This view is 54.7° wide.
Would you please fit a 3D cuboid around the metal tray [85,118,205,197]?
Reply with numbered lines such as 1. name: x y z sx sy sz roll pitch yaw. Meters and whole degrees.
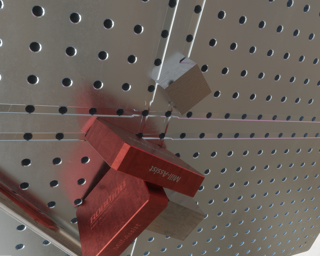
1. metal tray: -0.017 0.037 0.381 0.131 0.090 0.030 27 93 -38

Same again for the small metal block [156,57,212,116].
1. small metal block: 0.031 -0.053 0.397 0.050 0.025 0.050 -39 130 -2

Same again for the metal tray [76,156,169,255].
1. metal tray: -0.054 0.100 0.391 0.030 0.090 0.129 27 112 -37

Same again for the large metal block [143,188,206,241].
1. large metal block: 0.006 0.108 0.448 0.080 0.080 0.050 32 100 -39

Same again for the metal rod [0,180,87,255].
1. metal rod: -0.147 0.138 0.416 0.025 0.025 0.299 -36 130 -5
